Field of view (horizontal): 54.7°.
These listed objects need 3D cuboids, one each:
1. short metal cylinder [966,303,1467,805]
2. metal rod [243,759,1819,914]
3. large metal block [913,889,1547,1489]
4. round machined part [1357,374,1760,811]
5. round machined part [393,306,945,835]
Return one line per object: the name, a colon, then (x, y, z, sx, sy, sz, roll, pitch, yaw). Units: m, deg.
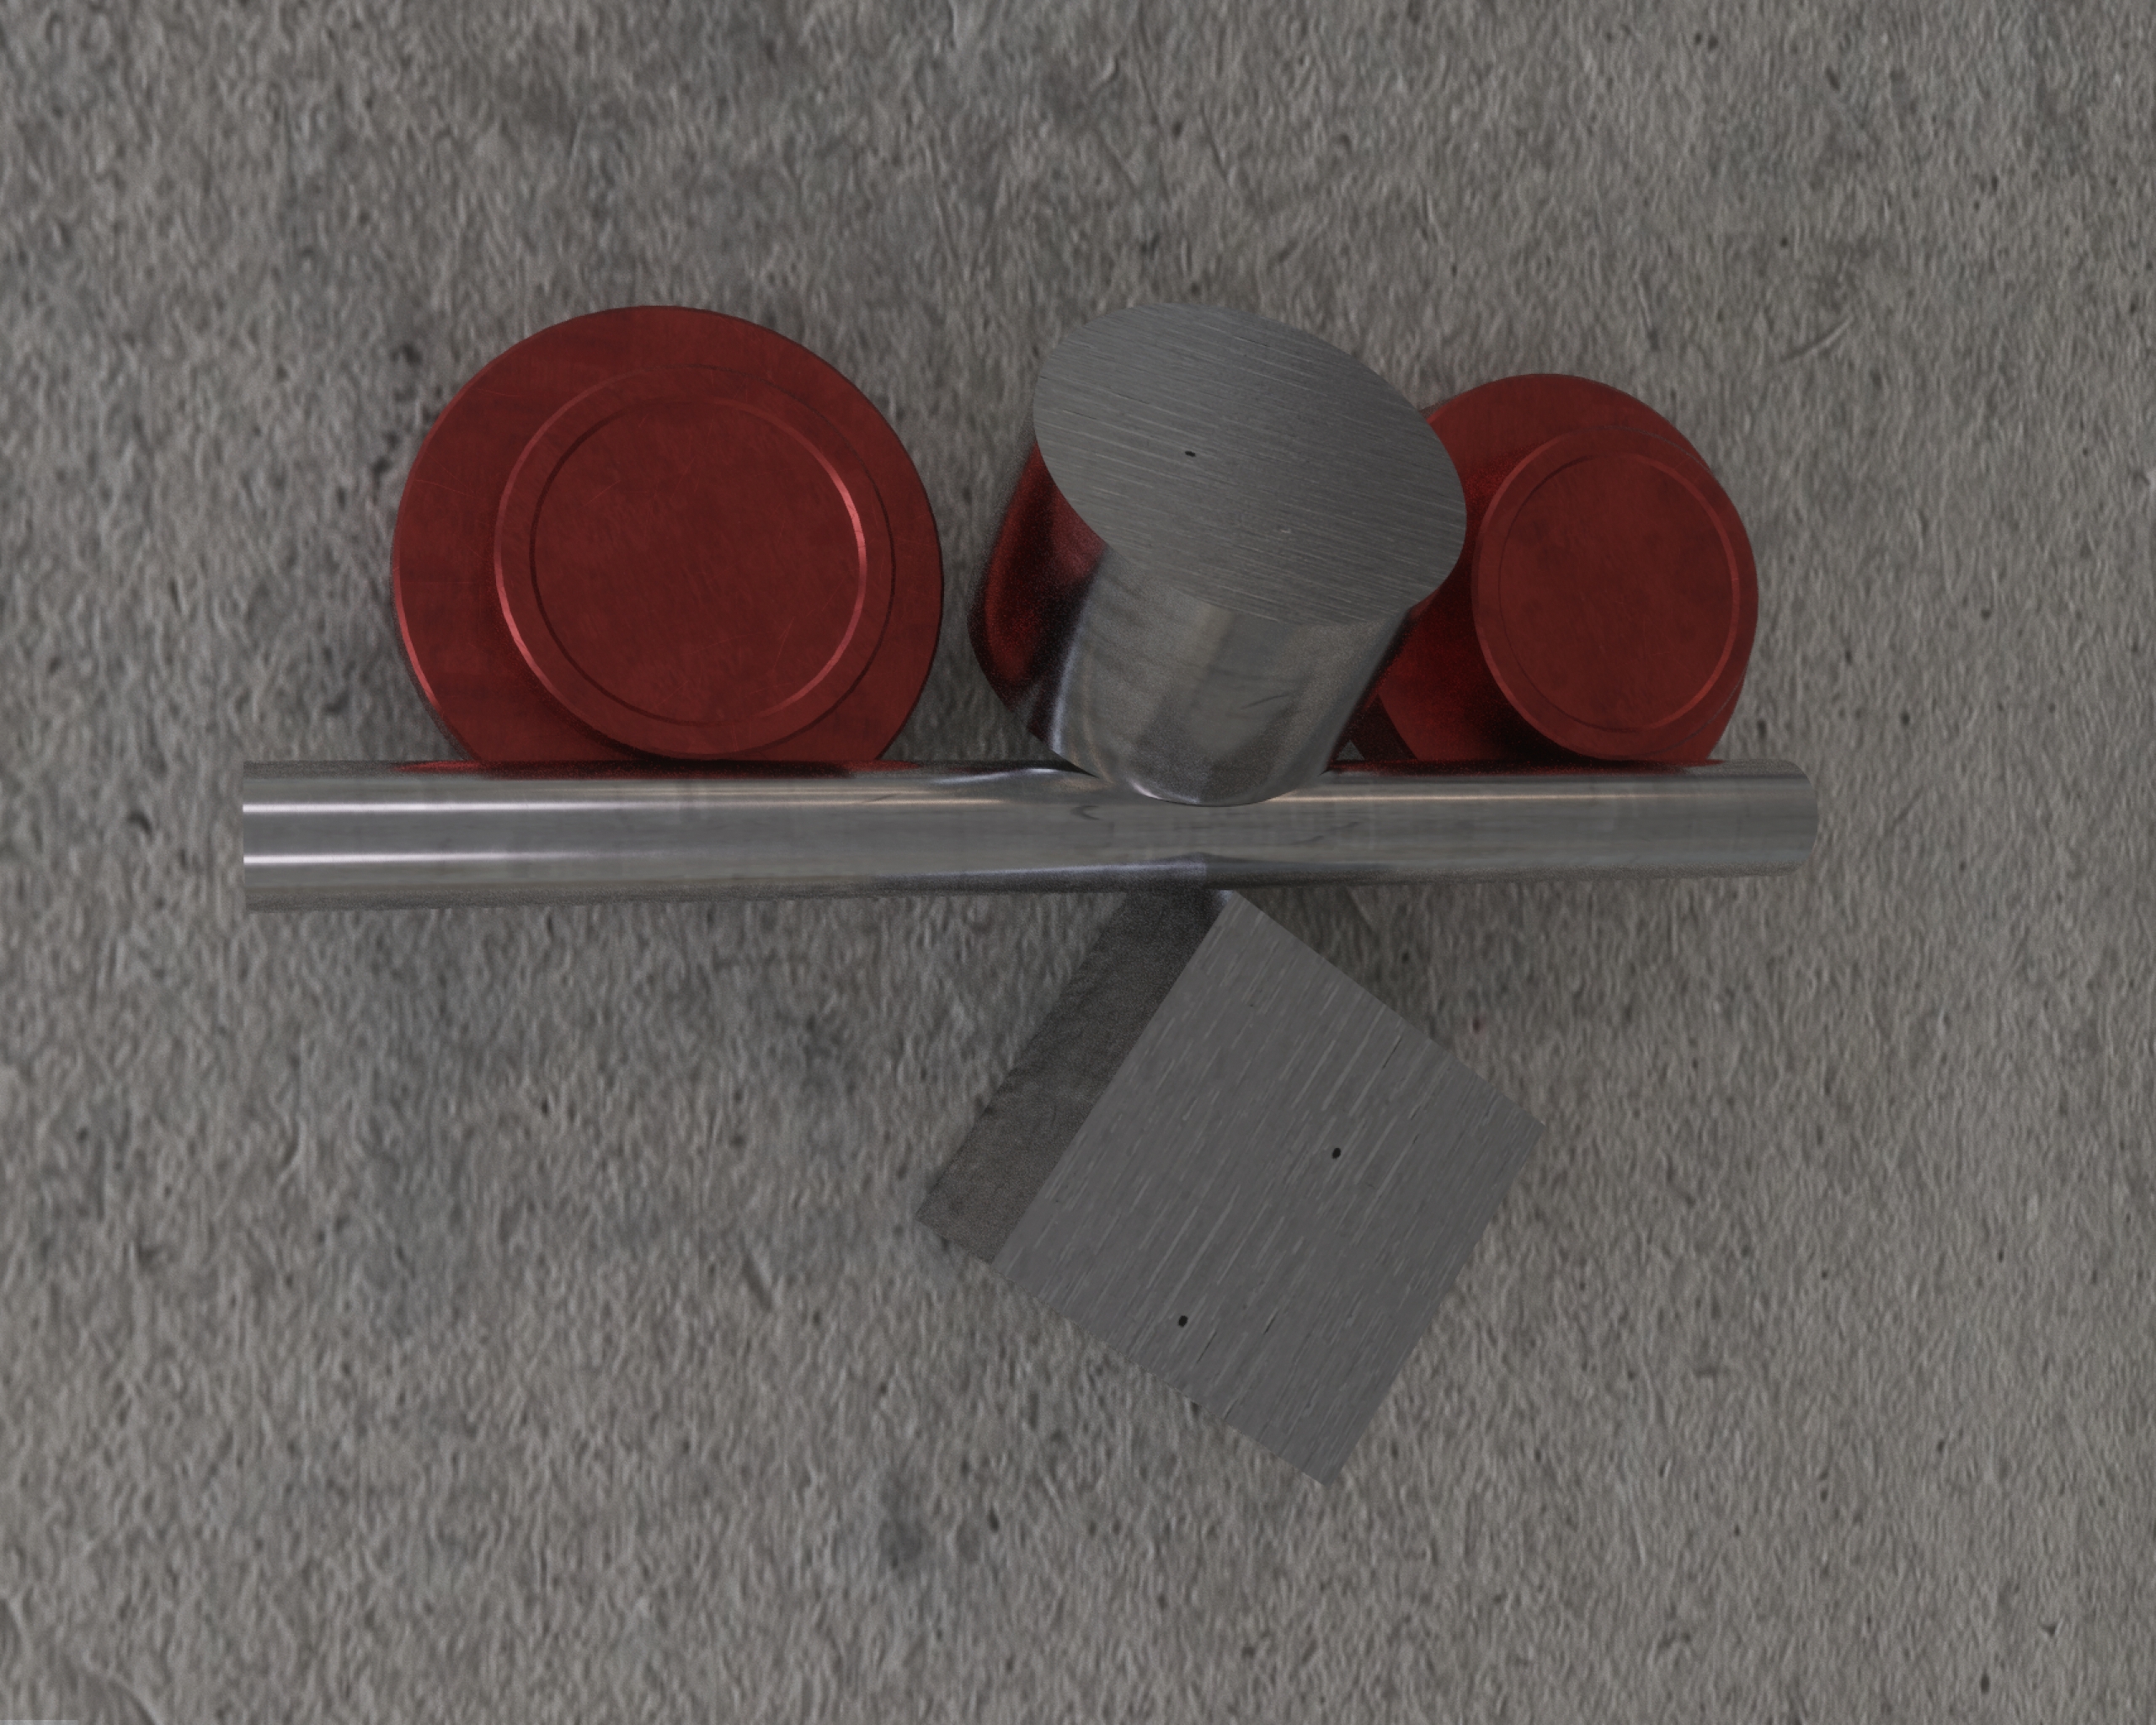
short metal cylinder: (0.024, -0.057, 0.386, 0.081, 0.050, 0.080, 10, 52, -13)
metal rod: (0.007, -0.007, 0.390, 0.303, 0.025, 0.025, -1, 91, -20)
large metal block: (0.029, 0.060, 0.406, 0.080, 0.050, 0.080, 37, 78, -17)
round machined part: (0.102, -0.054, 0.439, 0.099, 0.042, 0.097, 0, 90, -20)
round machined part: (-0.071, -0.051, 0.374, 0.099, 0.042, 0.097, 0, 90, -20)
